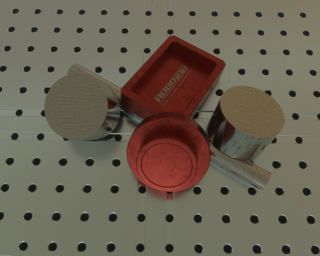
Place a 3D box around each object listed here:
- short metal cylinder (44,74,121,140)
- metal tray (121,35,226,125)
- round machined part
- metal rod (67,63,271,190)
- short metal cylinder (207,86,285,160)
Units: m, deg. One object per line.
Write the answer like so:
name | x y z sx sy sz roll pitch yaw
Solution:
short metal cylinder | -0.096 -0.024 0.394 0.080 0.050 0.080 -1 87 10
metal tray | 0.019 -0.060 0.416 0.090 0.030 0.130 30 59 10
round machined part | 0.009 0.034 0.361 0.099 0.042 0.097 2 113 5
metal rod | 0.005 -0.007 0.414 0.301 0.025 0.025 30 73 10
short metal cylinder | 0.106 -0.007 0.389 0.081 0.050 0.080 7 53 -8
